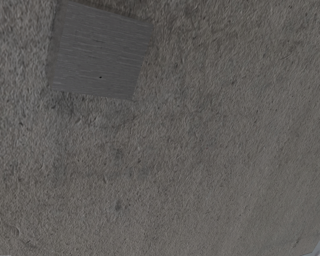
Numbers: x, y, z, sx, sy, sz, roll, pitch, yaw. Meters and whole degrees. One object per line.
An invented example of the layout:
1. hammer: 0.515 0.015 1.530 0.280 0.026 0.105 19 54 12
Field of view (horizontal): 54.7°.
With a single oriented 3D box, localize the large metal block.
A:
1. large metal block: -0.063 -0.078 0.308 0.081 0.050 0.079 5 116 -31
